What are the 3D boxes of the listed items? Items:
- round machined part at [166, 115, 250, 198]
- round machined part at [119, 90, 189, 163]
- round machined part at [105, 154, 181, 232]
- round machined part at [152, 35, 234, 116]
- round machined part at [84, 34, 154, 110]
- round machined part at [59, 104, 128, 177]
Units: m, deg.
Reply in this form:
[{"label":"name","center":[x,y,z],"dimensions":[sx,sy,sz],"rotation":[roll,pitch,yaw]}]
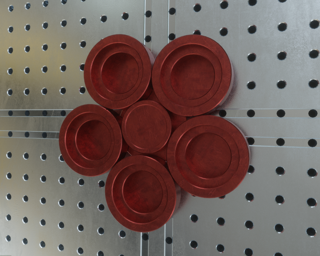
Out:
[{"label":"round machined part","center":[0.061,0.033,0.382],"dimensions":[0.098,0.042,0.097],"rotation":[0,90,20]},{"label":"round machined part","center":[-0.011,-0.001,0.407],"dimensions":[0.098,0.042,0.097],"rotation":[0,90,20]},{"label":"round machined part","center":[-0.019,0.083,0.410],"dimensions":[0.098,0.042,0.097],"rotation":[0,90,20]},{"label":"round machined part","center":[0.043,-0.063,0.388],"dimensions":[0.098,0.042,0.097],"rotation":[0,90,20]},{"label":"round machined part","center":[-0.050,-0.073,0.421],"dimensions":[0.098,0.042,0.097],"rotation":[0,90,20]},{"label":"round machined part","center":[-0.088,0.016,0.435],"dimensions":[0.098,0.042,0.097],"rotation":[0,90,20]}]
